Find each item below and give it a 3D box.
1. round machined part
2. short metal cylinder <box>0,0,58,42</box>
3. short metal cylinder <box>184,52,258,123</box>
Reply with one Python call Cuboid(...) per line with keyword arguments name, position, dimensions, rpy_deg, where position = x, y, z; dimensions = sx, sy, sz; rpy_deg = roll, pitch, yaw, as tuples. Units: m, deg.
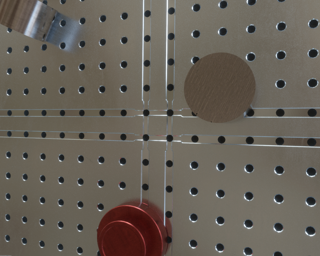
Cuboid(name="round machined part", position=(-0.043, 0.153, 0.419), dimensions=(0.098, 0.042, 0.097), rpy_deg=(0, 90, 20))
Cuboid(name="short metal cylinder", position=(-0.198, -0.167, 0.453), dimensions=(0.080, 0.080, 0.050), rpy_deg=(29, 100, 17))
Cuboid(name="short metal cylinder", position=(0.075, -0.046, 0.373), dimensions=(0.080, 0.050, 0.079), rpy_deg=(0, 90, 20))
